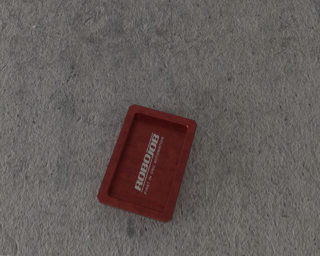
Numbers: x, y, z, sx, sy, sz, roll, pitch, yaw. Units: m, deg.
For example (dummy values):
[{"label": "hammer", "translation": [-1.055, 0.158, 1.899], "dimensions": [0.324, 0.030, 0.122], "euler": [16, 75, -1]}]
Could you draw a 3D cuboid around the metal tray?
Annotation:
[{"label": "metal tray", "translation": [-0.013, 0.043, 0.389], "dimensions": [0.090, 0.030, 0.130], "euler": [16, 71, 5]}]
